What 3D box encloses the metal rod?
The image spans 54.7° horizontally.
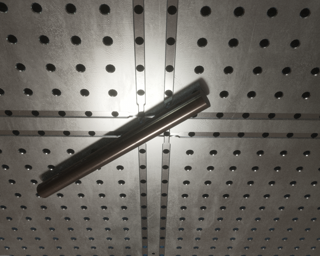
[{"bbox_3d":[-0.065,0.031,0.437,0.300,0.025,0.025,-30,125,22],"label":"metal rod"}]
